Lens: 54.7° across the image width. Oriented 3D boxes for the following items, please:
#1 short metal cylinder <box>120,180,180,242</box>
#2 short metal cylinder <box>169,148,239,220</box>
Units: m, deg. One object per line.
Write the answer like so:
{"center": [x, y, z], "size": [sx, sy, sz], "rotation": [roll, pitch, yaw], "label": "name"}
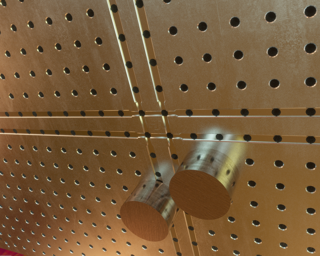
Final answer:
{"center": [-0.014, 0.128, 0.480], "size": [0.080, 0.050, 0.079], "rotation": [13, 124, 20], "label": "short metal cylinder"}
{"center": [0.059, 0.073, 0.408], "size": [0.080, 0.050, 0.079], "rotation": [13, 124, 20], "label": "short metal cylinder"}
